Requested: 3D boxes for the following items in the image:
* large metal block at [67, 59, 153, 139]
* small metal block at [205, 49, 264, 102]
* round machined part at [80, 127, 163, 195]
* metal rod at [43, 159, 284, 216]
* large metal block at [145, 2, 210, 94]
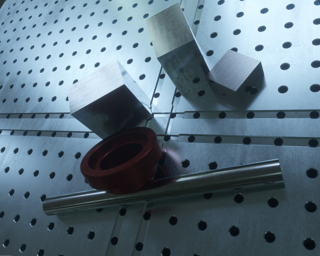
[{"bbox_3d":[-0.068,-0.035,0.431,0.080,0.080,0.050,-28,52,11],"label":"large metal block"},{"bbox_3d":[0.096,-0.068,0.400,0.050,0.025,0.050,35,81,38],"label":"small metal block"},{"bbox_3d":[-0.042,0.043,0.376,0.098,0.042,0.098,-19,26,10],"label":"round machined part"},{"bbox_3d":[-0.013,0.075,0.369,0.301,0.025,0.025,-13,56,21],"label":"metal rod"},{"bbox_3d":[0.027,-0.107,0.425,0.050,0.080,0.080,-24,53,13],"label":"large metal block"}]
